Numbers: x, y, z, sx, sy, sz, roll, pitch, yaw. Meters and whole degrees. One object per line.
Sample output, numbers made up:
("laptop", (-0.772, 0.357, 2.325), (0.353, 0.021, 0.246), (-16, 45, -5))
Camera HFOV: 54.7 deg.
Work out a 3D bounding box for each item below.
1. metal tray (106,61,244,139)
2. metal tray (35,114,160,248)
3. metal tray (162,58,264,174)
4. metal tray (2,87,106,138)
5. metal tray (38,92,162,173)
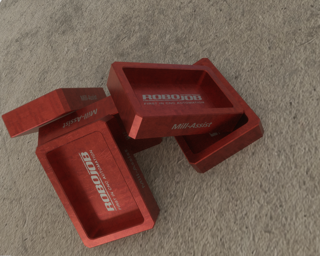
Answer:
("metal tray", (0.017, -0.034, 0.345), (0.131, 0.030, 0.090), (-4, 46, -28))
("metal tray", (-0.068, 0.061, 0.346), (0.090, 0.030, 0.129), (-23, 98, 15))
("metal tray", (0.053, -0.020, 0.385), (0.090, 0.030, 0.130), (-33, 52, 6))
("metal tray", (-0.136, -0.025, 0.429), (0.090, 0.130, 0.030), (-22, 92, 15))
("metal tray", (-0.074, 0.010, 0.395), (0.130, 0.090, 0.030), (-22, 54, 14))
